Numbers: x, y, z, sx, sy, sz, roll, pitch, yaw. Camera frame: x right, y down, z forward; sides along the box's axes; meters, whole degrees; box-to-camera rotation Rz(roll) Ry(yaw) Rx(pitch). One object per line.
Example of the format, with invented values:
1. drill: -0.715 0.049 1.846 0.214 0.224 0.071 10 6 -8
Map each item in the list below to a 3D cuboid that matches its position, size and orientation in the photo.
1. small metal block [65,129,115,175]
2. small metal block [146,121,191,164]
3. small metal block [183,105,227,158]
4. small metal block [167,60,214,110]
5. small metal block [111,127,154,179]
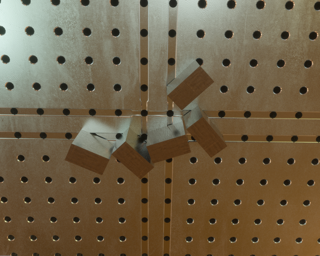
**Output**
1. small metal block: -0.091 0.031 0.411 0.050 0.050 0.025 24 108 -9
2. small metal block: 0.011 0.018 0.407 0.050 0.050 0.025 -17 109 6
3. small metal block: 0.058 0.003 0.402 0.025 0.050 0.050 -38 106 13
4. small metal block: 0.035 -0.054 0.380 0.050 0.050 0.025 -42 105 14
5. small metal block: -0.034 0.032 0.412 0.025 0.050 0.050 -43 105 14
